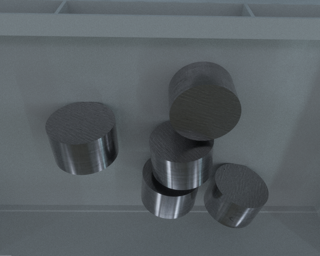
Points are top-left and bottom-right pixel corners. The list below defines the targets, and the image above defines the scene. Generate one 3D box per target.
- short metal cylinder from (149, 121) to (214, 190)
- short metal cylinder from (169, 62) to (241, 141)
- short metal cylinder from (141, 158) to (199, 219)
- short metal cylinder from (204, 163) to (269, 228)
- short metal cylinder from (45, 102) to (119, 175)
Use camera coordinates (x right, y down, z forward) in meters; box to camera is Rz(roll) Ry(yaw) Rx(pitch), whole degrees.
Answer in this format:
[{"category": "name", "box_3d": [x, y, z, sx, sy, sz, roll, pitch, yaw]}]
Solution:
[{"category": "short metal cylinder", "box_3d": [0.028, 0.033, 0.401, 0.080, 0.080, 0.050, -3, 130, 2]}, {"category": "short metal cylinder", "box_3d": [0.051, -0.031, 0.367, 0.081, 0.050, 0.079, 0, 130, 0]}, {"category": "short metal cylinder", "box_3d": [0.014, 0.081, 0.442, 0.081, 0.080, 0.050, 4, 130, -3]}, {"category": "short metal cylinder", "box_3d": [0.111, 0.099, 0.458, 0.081, 0.080, 0.050, 10, 129, -9]}, {"category": "short metal cylinder", "box_3d": [-0.093, 0.011, 0.381, 0.081, 0.080, 0.050, 0, 130, 0]}]
